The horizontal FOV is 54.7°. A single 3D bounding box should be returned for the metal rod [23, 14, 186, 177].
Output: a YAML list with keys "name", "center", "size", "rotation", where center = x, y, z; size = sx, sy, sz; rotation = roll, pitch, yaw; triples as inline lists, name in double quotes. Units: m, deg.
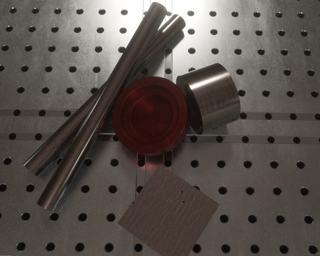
- name: "metal rod"
  center: [-0.067, -0.055, 0.430]
  size: [0.025, 0.025, 0.301]
  rotation: [38, 74, 12]

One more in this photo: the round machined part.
- name: "round machined part"
  center: [-0.008, -0.013, 0.397]
  size: [0.098, 0.042, 0.098]
  rotation: [-4, 76, 17]

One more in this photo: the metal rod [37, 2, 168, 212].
- name: "metal rod"
  center: [-0.069, -0.035, 0.401]
  size: [0.025, 0.025, 0.299]
  rotation: [26, 80, 9]

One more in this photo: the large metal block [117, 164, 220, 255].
- name: "large metal block"
  center: [0.010, 0.102, 0.361]
  size: [0.080, 0.050, 0.080]
  rotation: [33, 73, 11]

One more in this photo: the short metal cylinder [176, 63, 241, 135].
- name: "short metal cylinder"
  center: [0.060, -0.037, 0.397]
  size: [0.050, 0.080, 0.080]
  rotation: [-21, 72, -8]
